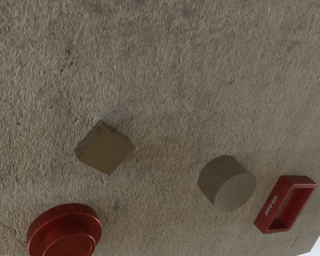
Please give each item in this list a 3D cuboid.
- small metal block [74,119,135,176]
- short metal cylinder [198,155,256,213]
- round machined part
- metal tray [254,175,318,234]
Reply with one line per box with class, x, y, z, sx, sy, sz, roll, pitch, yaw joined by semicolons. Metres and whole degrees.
small metal block;-0.069;0.025;0.386;0.050;0.025;0.050;-49;129;6
short metal cylinder;0.110;0.092;0.510;0.081;0.050;0.079;-14;125;-21
round machined part;-0.127;0.155;0.423;0.099;0.042;0.097;-14;125;-21
metal tray;0.263;0.161;0.650;0.091;0.030;0.129;6;115;-32
